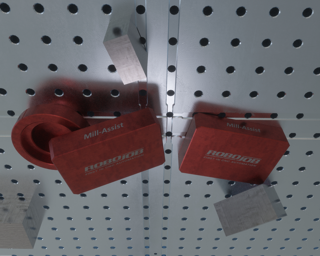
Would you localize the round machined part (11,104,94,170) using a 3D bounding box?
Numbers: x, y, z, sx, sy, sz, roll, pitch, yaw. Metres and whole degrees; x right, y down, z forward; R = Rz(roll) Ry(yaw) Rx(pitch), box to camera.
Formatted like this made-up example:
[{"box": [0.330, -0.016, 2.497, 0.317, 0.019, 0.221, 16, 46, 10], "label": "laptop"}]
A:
[{"box": [-0.136, 0.007, 0.405, 0.099, 0.042, 0.097, 0, 130, 0], "label": "round machined part"}]

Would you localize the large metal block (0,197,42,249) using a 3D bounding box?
[{"box": [-0.260, 0.163, 0.532, 0.081, 0.050, 0.079, 2, 130, -2], "label": "large metal block"}]

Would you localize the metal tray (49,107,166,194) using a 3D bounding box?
[{"box": [-0.062, 0.032, 0.398, 0.131, 0.030, 0.090, -19, 141, -9], "label": "metal tray"}]

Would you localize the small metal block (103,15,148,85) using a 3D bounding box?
[{"box": [-0.034, -0.082, 0.325, 0.025, 0.050, 0.050, -15, 129, 12], "label": "small metal block"}]

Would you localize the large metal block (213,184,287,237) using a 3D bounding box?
[{"box": [0.142, 0.128, 0.483, 0.080, 0.050, 0.080, -29, 155, 22], "label": "large metal block"}]

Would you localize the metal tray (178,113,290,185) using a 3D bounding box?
[{"box": [0.100, 0.032, 0.437, 0.131, 0.030, 0.089, 10, 130, -9], "label": "metal tray"}]
